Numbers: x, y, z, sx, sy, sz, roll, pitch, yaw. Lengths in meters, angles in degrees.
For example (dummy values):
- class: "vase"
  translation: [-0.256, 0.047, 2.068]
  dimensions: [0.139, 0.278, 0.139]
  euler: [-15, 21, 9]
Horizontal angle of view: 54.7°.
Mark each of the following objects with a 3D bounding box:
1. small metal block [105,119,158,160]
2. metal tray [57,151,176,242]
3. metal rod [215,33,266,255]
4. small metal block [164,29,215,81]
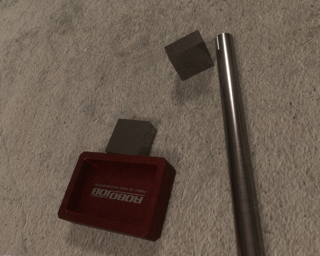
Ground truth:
- class: "small metal block"
  translation: [-0.038, 0.017, 0.412]
  dimensions: [0.050, 0.025, 0.050]
  euler: [6, 64, 30]
- class: "metal tray"
  translation: [-0.054, 0.079, 0.378]
  dimensions: [0.130, 0.030, 0.090]
  euler: [2, 62, 28]
- class: "metal rod"
  translation: [0.087, 0.005, 0.354]
  dimensions: [0.025, 0.025, 0.299]
  euler: [-12, 56, 21]
- class: "small metal block"
  translation: [0.041, -0.098, 0.426]
  dimensions: [0.050, 0.050, 0.025]
  euler: [-26, 53, 12]
